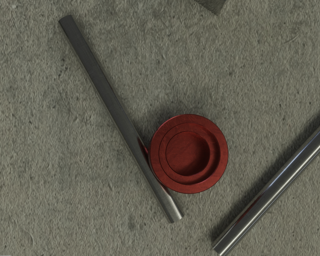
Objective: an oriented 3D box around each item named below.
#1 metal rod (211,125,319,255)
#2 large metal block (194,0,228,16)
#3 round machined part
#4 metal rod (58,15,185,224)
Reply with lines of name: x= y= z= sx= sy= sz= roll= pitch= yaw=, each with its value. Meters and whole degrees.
metal rod: x=0.178 y=0.053 z=0.412 sx=0.025 sy=0.025 sz=0.300 roll=43 pitch=90 yaw=-1
large metal block: x=0.068 y=-0.208 z=0.398 sx=0.080 sy=0.050 sz=0.080 roll=34 pitch=90 yaw=-1
round machined part: x=0.033 y=0.032 z=0.397 sx=0.099 sy=0.042 sz=0.097 roll=1 pitch=86 yaw=-9
metal rod: x=-0.051 y=-0.011 z=0.409 sx=0.025 sy=0.025 sz=0.299 roll=-29 pitch=90 yaw=0
